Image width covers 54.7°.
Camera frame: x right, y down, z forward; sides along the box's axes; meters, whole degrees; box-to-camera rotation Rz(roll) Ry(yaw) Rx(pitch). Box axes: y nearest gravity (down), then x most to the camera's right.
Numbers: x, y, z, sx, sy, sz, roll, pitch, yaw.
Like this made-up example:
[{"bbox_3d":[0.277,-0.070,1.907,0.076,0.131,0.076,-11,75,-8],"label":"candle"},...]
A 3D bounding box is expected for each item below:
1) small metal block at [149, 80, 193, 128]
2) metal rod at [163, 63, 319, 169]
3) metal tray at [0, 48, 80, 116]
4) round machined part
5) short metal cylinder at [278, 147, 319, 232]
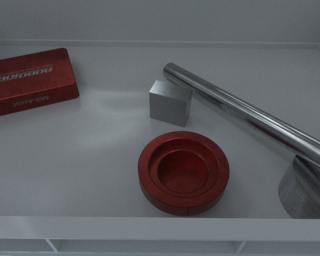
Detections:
[{"bbox_3d":[0.014,-0.032,0.416,0.050,0.050,0.025,16,52,13],"label":"small metal block"},{"bbox_3d":[0.102,-0.021,0.382,0.025,0.025,0.300,-30,44,-23],"label":"metal rod"},{"bbox_3d":[-0.194,-0.070,0.458,0.131,0.030,0.090,-15,52,-13],"label":"metal tray"},{"bbox_3d":[0.025,0.054,0.349,0.099,0.042,0.098,0,50,0],"label":"round machined part"},{"bbox_3d":[0.178,0.065,0.337,0.081,0.050,0.080,0,50,0],"label":"short metal cylinder"}]
